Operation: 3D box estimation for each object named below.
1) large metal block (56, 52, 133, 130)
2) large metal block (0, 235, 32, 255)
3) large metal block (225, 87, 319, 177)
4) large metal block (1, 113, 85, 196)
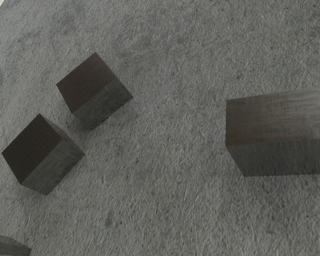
[{"bbox_3d":[-0.101,-0.058,0.476,0.080,0.050,0.080,-40,51,1],"label":"large metal block"},{"bbox_3d":[-0.221,0.173,0.378,0.050,0.080,0.080,9,66,32],"label":"large metal block"},{"bbox_3d":[0.114,0.009,0.303,0.080,0.080,0.050,-7,59,25],"label":"large metal block"},{"bbox_3d":[-0.172,0.038,0.455,0.080,0.050,0.080,-48,51,-6],"label":"large metal block"}]
